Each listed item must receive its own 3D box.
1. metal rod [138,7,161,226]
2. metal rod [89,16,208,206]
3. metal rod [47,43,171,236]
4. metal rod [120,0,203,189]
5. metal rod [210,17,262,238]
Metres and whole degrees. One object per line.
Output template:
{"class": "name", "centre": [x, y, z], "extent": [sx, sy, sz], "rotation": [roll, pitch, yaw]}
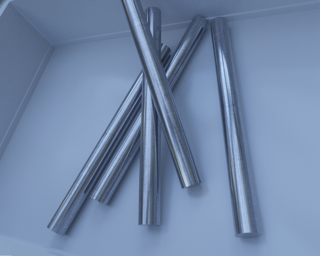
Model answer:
{"class": "metal rod", "centre": [-0.011, -0.031, 0.400], "extent": [0.025, 0.025, 0.299], "rotation": [-9, 66, 23]}
{"class": "metal rod", "centre": [-0.008, -0.035, 0.429], "extent": [0.025, 0.025, 0.300], "rotation": [18, 71, 34]}
{"class": "metal rod", "centre": [-0.063, 0.004, 0.434], "extent": [0.025, 0.025, 0.300], "rotation": [17, 70, 34]}
{"class": "metal rod", "centre": [-0.008, -0.072, 0.388], "extent": [0.025, 0.025, 0.299], "rotation": [-22, 74, 15]}
{"class": "metal rod", "centre": [0.085, -0.025, 0.375], "extent": [0.025, 0.025, 0.299], "rotation": [-13, 56, 21]}
